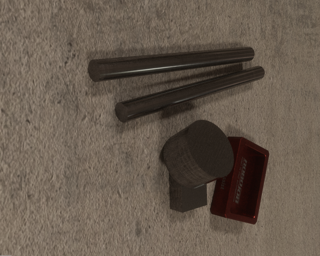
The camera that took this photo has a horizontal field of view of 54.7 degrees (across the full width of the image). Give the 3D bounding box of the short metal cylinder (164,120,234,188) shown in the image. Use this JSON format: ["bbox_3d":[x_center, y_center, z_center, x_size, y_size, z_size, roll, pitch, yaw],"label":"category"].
[{"bbox_3d":[0.052,0.035,0.416,0.081,0.050,0.080,20,54,-30],"label":"short metal cylinder"}]

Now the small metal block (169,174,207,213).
[{"bbox_3d":[0.041,0.088,0.441,0.050,0.025,0.050,-3,92,-40],"label":"small metal block"}]

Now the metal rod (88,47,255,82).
[{"bbox_3d":[0.040,-0.096,0.439,0.302,0.025,0.025,-16,100,-39],"label":"metal rod"}]

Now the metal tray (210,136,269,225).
[{"bbox_3d":[0.137,0.088,0.519,0.090,0.030,0.130,24,75,-38],"label":"metal tray"}]

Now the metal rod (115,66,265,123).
[{"bbox_3d":[0.065,-0.059,0.461,0.302,0.025,0.025,-20,103,-38],"label":"metal rod"}]
